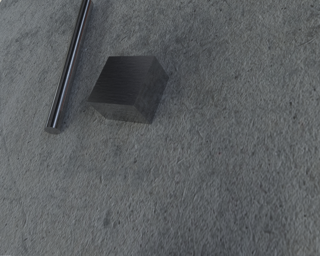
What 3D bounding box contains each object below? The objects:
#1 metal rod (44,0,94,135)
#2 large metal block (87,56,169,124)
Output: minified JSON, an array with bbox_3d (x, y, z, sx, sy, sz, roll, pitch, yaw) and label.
[{"bbox_3d":[-0.159,-0.125,0.561,0.025,0.025,0.299,-9,58,23],"label":"metal rod"},{"bbox_3d":[-0.044,-0.056,0.443,0.080,0.050,0.080,7,65,31],"label":"large metal block"}]
